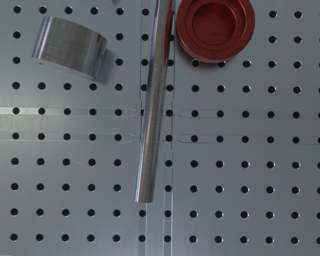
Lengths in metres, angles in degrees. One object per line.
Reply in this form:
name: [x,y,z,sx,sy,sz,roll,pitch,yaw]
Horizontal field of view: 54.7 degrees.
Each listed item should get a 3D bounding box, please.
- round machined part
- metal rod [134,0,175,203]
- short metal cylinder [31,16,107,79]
round machined part: [0.069,-0.133,0.405,0.099,0.042,0.097,0,90,0]
metal rod: [-0.006,-0.052,0.413,0.025,0.025,0.298,6,90,0]
short metal cylinder: [-0.111,-0.097,0.385,0.080,0.080,0.050,17,90,0]
